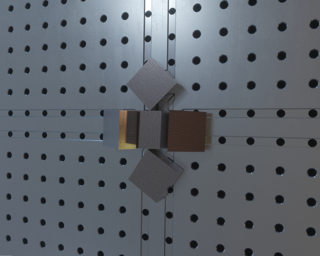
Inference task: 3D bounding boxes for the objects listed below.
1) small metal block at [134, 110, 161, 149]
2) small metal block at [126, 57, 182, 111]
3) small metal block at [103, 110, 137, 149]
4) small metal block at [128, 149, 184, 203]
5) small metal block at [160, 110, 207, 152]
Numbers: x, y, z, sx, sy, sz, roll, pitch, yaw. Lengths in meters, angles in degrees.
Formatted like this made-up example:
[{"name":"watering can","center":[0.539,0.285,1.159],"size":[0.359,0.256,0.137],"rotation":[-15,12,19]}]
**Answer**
[{"name":"small metal block","center":[-0.007,0.002,0.415],"size":[0.050,0.025,0.050],"rotation":[2,90,20]},{"name":"small metal block","center":[-0.008,-0.058,0.416],"size":[0.050,0.025,0.050],"rotation":[-45,75,14]},{"name":"small metal block","center":[-0.055,0.001,0.419],"size":[0.050,0.025,0.050],"rotation":[4,93,56]},{"name":"small metal block","center":[-0.006,0.062,0.414],"size":[0.050,0.025,0.050],"rotation":[36,102,18]},{"name":"small metal block","center":[0.029,0.004,0.388],"size":[0.050,0.025,0.050],"rotation":[2,91,-21]}]
